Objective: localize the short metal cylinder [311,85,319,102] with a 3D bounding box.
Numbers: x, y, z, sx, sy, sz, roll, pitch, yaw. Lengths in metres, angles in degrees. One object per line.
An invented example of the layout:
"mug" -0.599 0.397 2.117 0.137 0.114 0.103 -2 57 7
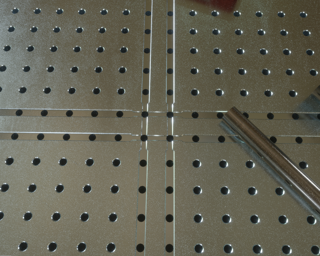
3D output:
"short metal cylinder" 0.249 -0.056 0.405 0.080 0.080 0.050 -38 75 -13

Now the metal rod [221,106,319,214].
"metal rod" 0.192 0.085 0.381 0.025 0.025 0.300 -40 75 -13
